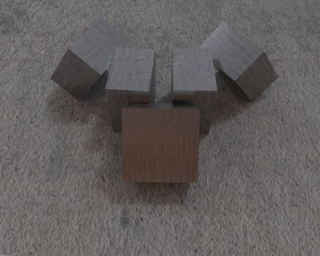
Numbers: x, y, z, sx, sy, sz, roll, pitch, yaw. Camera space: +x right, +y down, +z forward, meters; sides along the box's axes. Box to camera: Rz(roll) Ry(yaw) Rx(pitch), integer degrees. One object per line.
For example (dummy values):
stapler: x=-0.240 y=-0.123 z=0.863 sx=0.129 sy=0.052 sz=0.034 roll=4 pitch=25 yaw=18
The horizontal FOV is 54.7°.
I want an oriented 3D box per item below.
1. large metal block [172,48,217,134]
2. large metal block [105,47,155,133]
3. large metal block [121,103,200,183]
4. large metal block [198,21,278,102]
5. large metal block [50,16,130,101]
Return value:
large metal block: x=0.041 y=-0.048 z=0.410 sx=0.050 sy=0.080 sz=0.080 roll=1 pitch=50 yaw=0
large metal block: x=-0.034 y=-0.048 z=0.409 sx=0.050 sy=0.080 sz=0.080 roll=4 pitch=50 yaw=3
large metal block: x=0.001 y=0.014 z=0.349 sx=0.081 sy=0.079 sz=0.050 roll=1 pitch=11 yaw=0
large metal block: x=0.111 y=-0.092 z=0.440 sx=0.050 sy=0.080 sz=0.080 roll=-46 pitch=56 yaw=11
large metal block: x=-0.099 y=-0.096 z=0.437 sx=0.050 sy=0.080 sz=0.080 roll=40 pitch=52 yaw=-15
